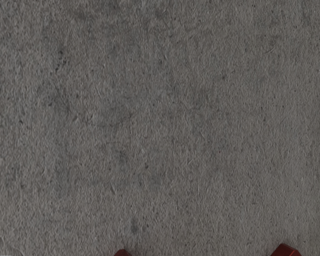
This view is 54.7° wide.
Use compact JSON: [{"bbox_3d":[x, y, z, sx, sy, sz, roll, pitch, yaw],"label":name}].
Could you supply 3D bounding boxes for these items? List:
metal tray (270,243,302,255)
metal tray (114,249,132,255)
[{"bbox_3d":[0.180,0.256,0.473,0.130,0.030,0.090,-41,103,-15],"label":"metal tray"},{"bbox_3d":[-0.030,0.231,0.395,0.130,0.030,0.090,46,76,-15],"label":"metal tray"}]
